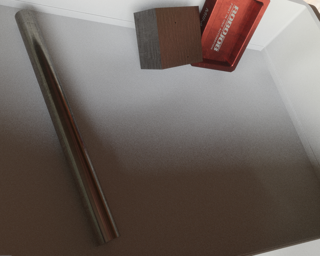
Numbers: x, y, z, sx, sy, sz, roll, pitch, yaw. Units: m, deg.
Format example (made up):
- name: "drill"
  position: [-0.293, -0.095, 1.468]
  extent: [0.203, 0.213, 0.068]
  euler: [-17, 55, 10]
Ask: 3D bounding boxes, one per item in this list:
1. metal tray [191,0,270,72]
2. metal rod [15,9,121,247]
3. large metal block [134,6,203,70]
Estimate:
- name: "metal tray"
  position: [0.103, -0.156, 0.490]
  extent: [0.091, 0.129, 0.030]
  euler: [3, 38, -27]
- name: "metal rod"
  position: [-0.112, -0.015, 0.354]
  extent: [0.025, 0.025, 0.299]
  euler: [-13, 69, -34]
- name: "large metal block"
  position: [0.014, -0.132, 0.455]
  extent: [0.081, 0.050, 0.079]
  euler: [-19, 110, -35]
